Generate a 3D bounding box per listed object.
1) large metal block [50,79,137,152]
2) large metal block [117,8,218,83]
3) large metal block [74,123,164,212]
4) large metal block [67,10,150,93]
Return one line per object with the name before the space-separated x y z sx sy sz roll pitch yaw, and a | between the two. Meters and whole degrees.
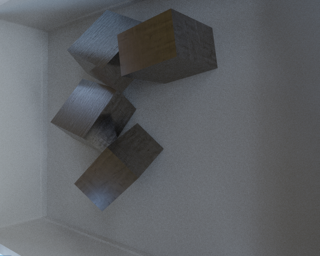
large metal block | -0.096 -0.018 0.447 0.080 0.050 0.080 20 71 38
large metal block | 0.009 -0.090 0.363 0.080 0.081 0.050 -11 83 39
large metal block | -0.052 0.049 0.405 0.050 0.080 0.080 45 120 0
large metal block | -0.062 -0.105 0.419 0.080 0.050 0.080 32 76 35
